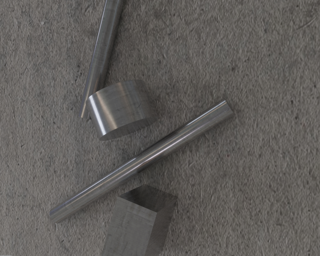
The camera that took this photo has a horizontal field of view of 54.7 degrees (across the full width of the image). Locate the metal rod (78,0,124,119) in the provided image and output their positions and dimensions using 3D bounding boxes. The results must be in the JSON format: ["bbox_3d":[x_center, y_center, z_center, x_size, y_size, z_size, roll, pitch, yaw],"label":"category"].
[{"bbox_3d":[-0.068,-0.159,0.432,0.025,0.025,0.298,16,95,19],"label":"metal rod"}]

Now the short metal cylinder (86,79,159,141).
[{"bbox_3d":[-0.048,-0.021,0.396,0.080,0.080,0.050,-24,82,18],"label":"short metal cylinder"}]

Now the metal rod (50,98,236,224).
[{"bbox_3d":[-0.035,0.052,0.421,0.300,0.025,0.025,-33,79,16],"label":"metal rod"}]

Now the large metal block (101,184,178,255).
[{"bbox_3d":[-0.023,0.123,0.388,0.050,0.080,0.080,18,96,19],"label":"large metal block"}]
